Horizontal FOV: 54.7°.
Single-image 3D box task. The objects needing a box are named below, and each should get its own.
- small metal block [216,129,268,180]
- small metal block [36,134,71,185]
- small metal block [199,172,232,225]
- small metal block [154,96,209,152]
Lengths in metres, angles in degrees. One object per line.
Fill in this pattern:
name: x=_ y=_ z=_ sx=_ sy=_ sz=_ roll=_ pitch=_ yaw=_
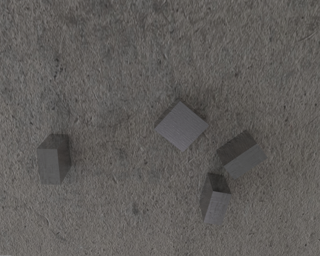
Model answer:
small metal block: x=0.107 y=0.034 z=0.410 sx=0.050 sy=0.050 sz=0.025 roll=-37 pitch=106 yaw=12
small metal block: x=-0.139 y=0.040 z=0.410 sx=0.025 sy=0.050 sz=0.050 roll=2 pitch=110 yaw=-1
small metal block: x=0.076 y=0.098 z=0.433 sx=0.025 sy=0.050 sz=0.050 roll=11 pitch=110 yaw=-4
small metal block: x=0.028 y=-0.005 z=0.408 sx=0.050 sy=0.025 sz=0.050 roll=39 pitch=105 yaw=-13
